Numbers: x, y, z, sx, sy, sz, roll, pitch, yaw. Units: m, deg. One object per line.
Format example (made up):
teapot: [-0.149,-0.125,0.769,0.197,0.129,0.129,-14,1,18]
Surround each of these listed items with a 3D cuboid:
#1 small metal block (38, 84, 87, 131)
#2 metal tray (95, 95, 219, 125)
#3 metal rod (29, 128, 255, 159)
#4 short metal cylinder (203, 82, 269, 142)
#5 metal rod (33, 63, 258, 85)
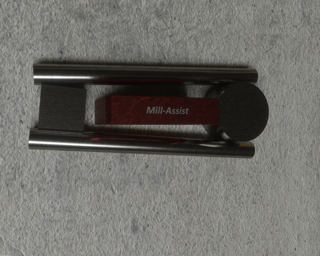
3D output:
small metal block: [-0.116,-0.023,0.368,0.050,0.025,0.050,5,89,-20]
metal tray: [-0.007,-0.019,0.372,0.131,0.090,0.030,0,90,-20]
metal rod: [-0.008,0.023,0.407,0.302,0.025,0.025,4,89,-20]
short metal cylinder: [0.103,-0.022,0.434,0.081,0.050,0.079,0,90,-20]
metal rod: [-0.004,-0.069,0.409,0.303,0.025,0.025,-3,91,-20]
